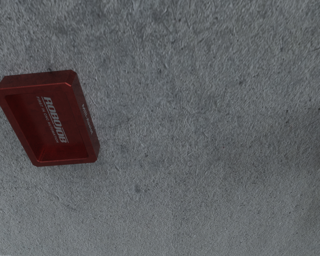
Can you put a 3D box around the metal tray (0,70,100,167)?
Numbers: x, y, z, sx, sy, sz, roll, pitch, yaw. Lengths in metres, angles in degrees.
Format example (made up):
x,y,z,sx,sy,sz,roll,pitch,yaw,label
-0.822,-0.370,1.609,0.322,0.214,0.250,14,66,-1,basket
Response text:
x,y,z,sx,sy,sz,roll,pitch,yaw,label
-0.137,-0.007,0.396,0.091,0.030,0.129,-5,130,4,metal tray
